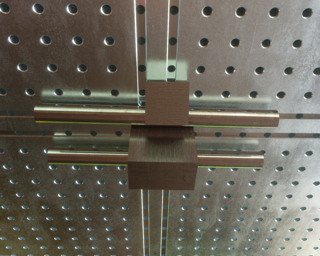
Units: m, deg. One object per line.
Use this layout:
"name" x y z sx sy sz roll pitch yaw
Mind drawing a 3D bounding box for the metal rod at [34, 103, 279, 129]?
"metal rod" -0.002 -0.015 0.393 0.302 0.025 0.025 2 130 -2

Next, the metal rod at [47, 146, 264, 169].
"metal rod" -0.005 0.043 0.444 0.302 0.025 0.025 2 130 -2

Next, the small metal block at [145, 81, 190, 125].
"small metal block" 0.008 -0.029 0.367 0.050 0.025 0.050 1 96 -1

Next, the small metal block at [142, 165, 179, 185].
"small metal block" 0.000 0.069 0.450 0.050 0.025 0.050 2 168 -2

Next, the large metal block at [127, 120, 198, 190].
"large metal block" 0.003 0.032 0.397 0.081 0.080 0.050 1 130 -2
